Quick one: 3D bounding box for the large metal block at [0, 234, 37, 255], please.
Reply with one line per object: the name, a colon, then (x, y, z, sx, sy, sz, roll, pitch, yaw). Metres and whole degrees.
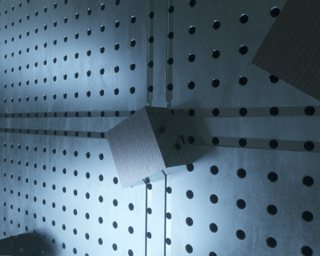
large metal block: (-0.311, 0.271, 0.633, 0.080, 0.081, 0.050, 30, 109, 36)

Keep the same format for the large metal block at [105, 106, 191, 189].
large metal block: (-0.018, 0.026, 0.409, 0.080, 0.050, 0.080, -31, 71, 36)

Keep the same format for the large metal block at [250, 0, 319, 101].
large metal block: (0.144, -0.072, 0.275, 0.080, 0.050, 0.080, 41, 115, 32)
